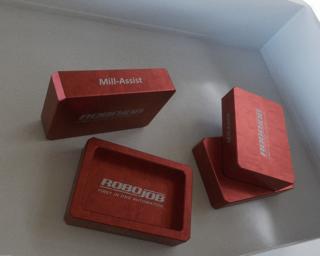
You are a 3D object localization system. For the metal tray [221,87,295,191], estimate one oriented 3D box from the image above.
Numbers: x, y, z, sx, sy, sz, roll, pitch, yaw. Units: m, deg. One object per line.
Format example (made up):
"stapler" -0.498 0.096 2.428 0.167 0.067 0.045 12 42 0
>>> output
"metal tray" 0.133 0.013 0.429 0.091 0.030 0.130 18 54 -18

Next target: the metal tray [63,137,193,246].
"metal tray" -0.029 0.072 0.344 0.131 0.030 0.090 19 54 -18

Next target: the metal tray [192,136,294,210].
"metal tray" 0.118 0.056 0.434 0.131 0.030 0.090 -3 64 -30

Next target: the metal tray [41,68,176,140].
"metal tray" -0.058 -0.027 0.349 0.131 0.090 0.030 -9 66 -32
